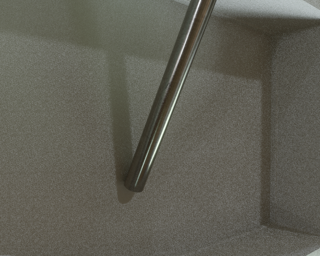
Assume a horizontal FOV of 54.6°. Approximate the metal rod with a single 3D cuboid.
[{"bbox_3d":[0.018,-0.062,0.340,0.025,0.025,0.298,7,111,-40],"label":"metal rod"}]
